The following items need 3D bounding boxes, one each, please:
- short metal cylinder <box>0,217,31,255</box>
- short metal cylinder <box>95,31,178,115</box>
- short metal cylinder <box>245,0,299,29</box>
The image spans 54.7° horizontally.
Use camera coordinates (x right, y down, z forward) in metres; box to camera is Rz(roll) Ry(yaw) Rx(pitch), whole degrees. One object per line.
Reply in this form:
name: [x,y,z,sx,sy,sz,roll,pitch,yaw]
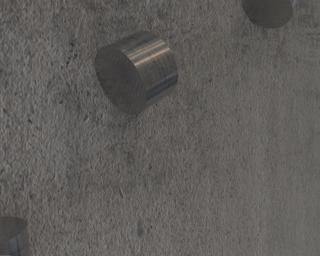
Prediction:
short metal cylinder: [-0.146,0.110,0.246,0.081,0.080,0.050,-9,96,-40]
short metal cylinder: [-0.027,-0.061,0.346,0.050,0.080,0.080,-36,113,-34]
short metal cylinder: [0.193,-0.219,0.529,0.080,0.080,0.050,43,64,-32]
